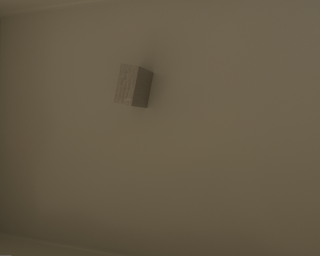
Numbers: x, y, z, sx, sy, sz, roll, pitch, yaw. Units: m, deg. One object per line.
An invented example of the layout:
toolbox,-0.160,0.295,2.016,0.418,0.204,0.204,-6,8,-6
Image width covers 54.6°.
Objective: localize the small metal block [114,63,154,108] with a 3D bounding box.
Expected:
small metal block,-0.034,-0.054,0.410,0.025,0.050,0.050,13,94,20
